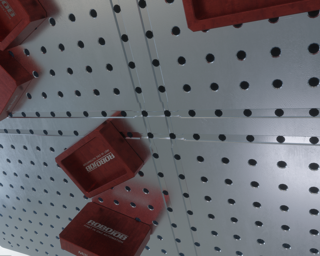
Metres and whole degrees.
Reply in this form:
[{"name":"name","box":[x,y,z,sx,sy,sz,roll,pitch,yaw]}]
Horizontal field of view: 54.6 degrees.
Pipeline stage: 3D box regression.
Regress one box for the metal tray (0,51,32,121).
[{"name":"metal tray","box":[-0.275,-0.074,0.508,0.090,0.030,0.129,48,129,-6]}]

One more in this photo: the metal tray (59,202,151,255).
[{"name":"metal tray","box":[-0.093,0.188,0.534,0.130,0.090,0.030,17,125,18]}]

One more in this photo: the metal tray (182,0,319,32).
[{"name":"metal tray","box":[0.081,-0.144,0.276,0.130,0.030,0.090,-1,118,29]}]

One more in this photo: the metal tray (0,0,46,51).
[{"name":"metal tray","box":[-0.223,-0.182,0.414,0.090,0.030,0.130,-23,106,36]}]

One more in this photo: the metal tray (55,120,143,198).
[{"name":"metal tray","box":[-0.100,0.054,0.494,0.130,0.030,0.090,-31,102,38]}]
